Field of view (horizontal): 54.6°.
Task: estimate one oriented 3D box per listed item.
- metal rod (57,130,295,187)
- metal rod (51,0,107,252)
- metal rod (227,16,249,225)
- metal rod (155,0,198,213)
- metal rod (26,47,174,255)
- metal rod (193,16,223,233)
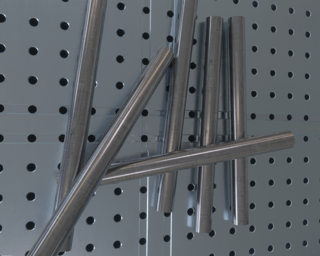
[{"bbox_3d":[0.027,0.041,0.393,0.302,0.025,0.025,-10,94,-9],"label":"metal rod"},{"bbox_3d":[-0.093,-0.016,0.359,0.025,0.025,0.299,10,80,-20],"label":"metal rod"},{"bbox_3d":[0.114,-0.010,0.454,0.025,0.025,0.298,-1,91,-20],"label":"metal rod"},{"bbox_3d":[0.023,-0.038,0.420,0.025,0.025,0.299,8,87,-20],"label":"metal rod"},{"bbox_3d":[-0.057,0.020,0.352,0.025,0.025,0.300,37,64,-16],"label":"metal rod"},{"bbox_3d":[0.068,-0.006,0.437,0.025,0.025,0.298,4,89,-20],"label":"metal rod"}]
